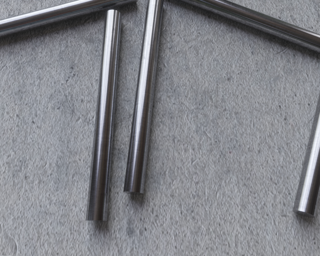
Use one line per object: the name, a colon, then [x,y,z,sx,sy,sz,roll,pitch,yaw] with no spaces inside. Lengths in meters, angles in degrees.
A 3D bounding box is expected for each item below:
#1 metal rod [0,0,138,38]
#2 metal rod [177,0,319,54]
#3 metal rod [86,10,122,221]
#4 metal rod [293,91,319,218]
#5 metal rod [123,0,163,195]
metal rod: [-0.182,-0.164,0.466,0.302,0.025,0.025,-18,71,-7]
metal rod: [0.106,-0.180,0.474,0.301,0.025,0.025,24,72,8]
metal rod: [-0.073,-0.030,0.418,0.025,0.025,0.299,1,70,0]
metal rod: [0.226,-0.028,0.419,0.025,0.025,0.300,20,71,7]
metal rod: [-0.019,-0.060,0.429,0.025,0.025,0.299,5,70,2]
